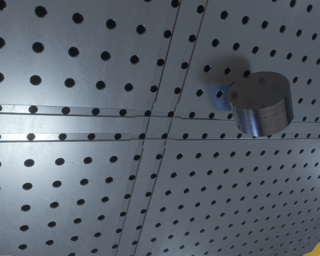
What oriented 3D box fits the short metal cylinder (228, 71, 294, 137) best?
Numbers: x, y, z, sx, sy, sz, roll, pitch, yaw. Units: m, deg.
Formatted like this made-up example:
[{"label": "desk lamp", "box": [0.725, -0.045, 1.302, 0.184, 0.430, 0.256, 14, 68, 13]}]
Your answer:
[{"label": "short metal cylinder", "box": [0.140, -0.034, 0.430, 0.080, 0.080, 0.050, -32, 129, -7]}]
